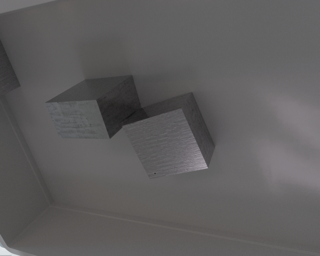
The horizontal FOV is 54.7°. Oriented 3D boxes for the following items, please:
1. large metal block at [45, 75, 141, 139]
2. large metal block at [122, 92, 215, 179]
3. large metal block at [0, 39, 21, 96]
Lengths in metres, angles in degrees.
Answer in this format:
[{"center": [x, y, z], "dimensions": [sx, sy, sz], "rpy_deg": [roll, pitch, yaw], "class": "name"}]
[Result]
[{"center": [-0.082, -0.028, 0.399], "dimensions": [0.080, 0.080, 0.050], "rpy_deg": [0, 118, 28], "class": "large metal block"}, {"center": [0.013, 0.011, 0.387], "dimensions": [0.080, 0.050, 0.080], "rpy_deg": [-16, 111, 27], "class": "large metal block"}, {"center": [-0.273, -0.084, 0.466], "dimensions": [0.050, 0.080, 0.080], "rpy_deg": [1, 119, 28], "class": "large metal block"}]
